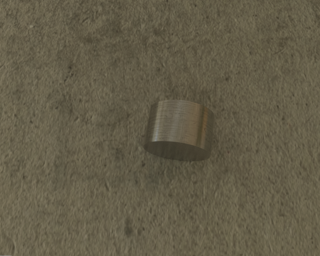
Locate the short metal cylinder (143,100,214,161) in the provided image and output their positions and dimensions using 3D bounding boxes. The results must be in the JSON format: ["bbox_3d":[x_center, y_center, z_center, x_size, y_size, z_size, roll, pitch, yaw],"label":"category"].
[{"bbox_3d":[0.024,0.006,0.377,0.080,0.080,0.050,8,70,2],"label":"short metal cylinder"}]
